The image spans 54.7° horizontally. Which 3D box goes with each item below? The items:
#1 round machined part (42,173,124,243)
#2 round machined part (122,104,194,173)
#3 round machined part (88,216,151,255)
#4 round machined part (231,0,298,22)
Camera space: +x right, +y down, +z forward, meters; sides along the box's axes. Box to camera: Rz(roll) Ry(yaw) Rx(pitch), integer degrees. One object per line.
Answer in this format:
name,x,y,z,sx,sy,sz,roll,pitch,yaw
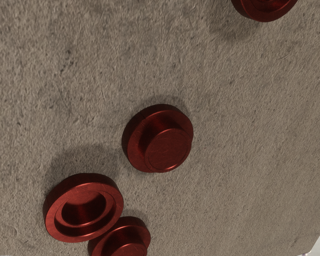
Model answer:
round machined part,-0.101,0.098,0.402,0.099,0.042,0.097,-14,125,-21
round machined part,0.002,0.020,0.412,0.099,0.042,0.097,-14,125,-21
round machined part,-0.059,0.189,0.482,0.099,0.042,0.097,-14,125,-21
round machined part,0.118,-0.176,0.354,0.099,0.042,0.097,-14,125,-21
